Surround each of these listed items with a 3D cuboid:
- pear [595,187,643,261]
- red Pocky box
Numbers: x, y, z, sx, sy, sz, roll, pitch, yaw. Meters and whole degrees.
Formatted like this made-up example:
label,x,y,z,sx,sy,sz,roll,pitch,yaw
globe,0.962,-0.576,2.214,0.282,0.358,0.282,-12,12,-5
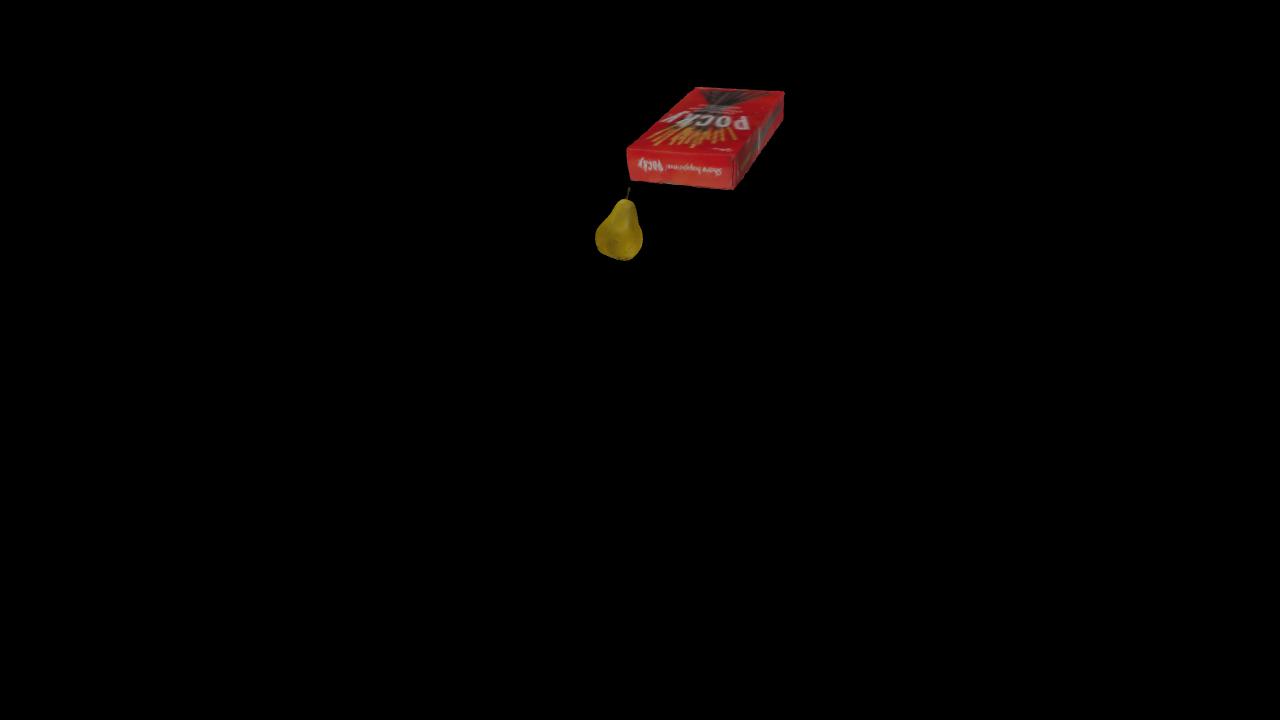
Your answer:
label,x,y,z,sx,sy,sz,roll,pitch,yaw
pear,-0.029,-0.218,0.988,0.080,0.111,0.080,15,4,-1
red Pocky box,0.057,-0.179,0.484,0.083,0.028,0.155,12,42,19
